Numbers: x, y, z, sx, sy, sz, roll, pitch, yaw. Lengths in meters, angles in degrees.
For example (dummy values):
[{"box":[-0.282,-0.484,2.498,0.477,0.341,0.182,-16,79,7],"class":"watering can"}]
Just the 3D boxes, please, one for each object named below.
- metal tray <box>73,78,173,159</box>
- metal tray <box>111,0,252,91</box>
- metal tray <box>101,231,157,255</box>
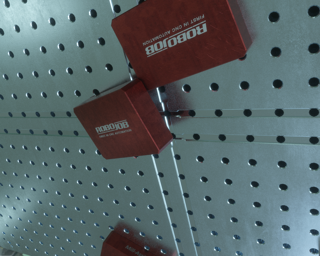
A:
[{"box":[-0.053,-0.006,0.413,0.130,0.030,0.090,-12,113,48],"class":"metal tray"},{"box":[0.020,-0.102,0.335,0.130,0.030,0.090,-15,111,34],"class":"metal tray"},{"box":[-0.052,0.266,0.600,0.130,0.030,0.089,25,127,12],"class":"metal tray"}]
